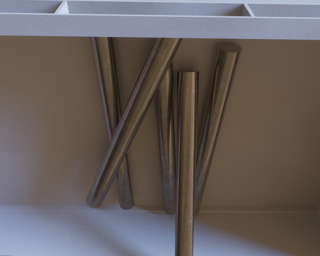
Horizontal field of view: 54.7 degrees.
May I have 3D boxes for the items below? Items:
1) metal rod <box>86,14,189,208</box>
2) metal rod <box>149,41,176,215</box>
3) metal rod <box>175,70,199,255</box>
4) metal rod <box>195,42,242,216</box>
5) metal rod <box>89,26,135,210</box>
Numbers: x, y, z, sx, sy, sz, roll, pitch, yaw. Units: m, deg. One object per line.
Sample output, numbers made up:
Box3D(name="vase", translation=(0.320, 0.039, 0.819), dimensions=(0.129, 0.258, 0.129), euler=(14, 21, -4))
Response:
Box3D(name="metal rod", translation=(-0.042, 0.005, 0.378), dimensions=(0.025, 0.025, 0.298), euler=(18, 128, -15))
Box3D(name="metal rod", translation=(0.009, 0.023, 0.428), dimensions=(0.025, 0.025, 0.298), euler=(-3, 130, 2))
Box3D(name="metal rod", translation=(0.033, 0.077, 0.398), dimensions=(0.025, 0.025, 0.298), euler=(0, 106, 0))
Box3D(name="metal rod", translation=(0.065, 0.026, 0.431), dimensions=(0.025, 0.025, 0.298), euler=(3, 130, -3))
Box3D(name="metal rod", translation=(-0.058, 0.012, 0.418), dimensions=(0.025, 0.025, 0.298), euler=(-1, 130, 1))
